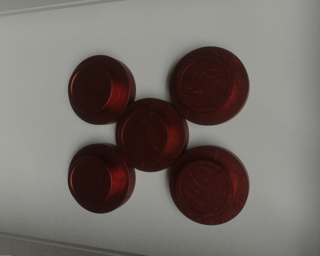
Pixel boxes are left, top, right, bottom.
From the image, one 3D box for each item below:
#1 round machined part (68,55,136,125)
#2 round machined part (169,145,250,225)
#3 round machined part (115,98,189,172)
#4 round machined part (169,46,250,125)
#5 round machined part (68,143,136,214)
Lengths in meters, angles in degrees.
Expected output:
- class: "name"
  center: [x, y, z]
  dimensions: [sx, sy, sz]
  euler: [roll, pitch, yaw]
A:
- class: "round machined part"
  center: [-0.087, -0.053, 0.429]
  dimensions: [0.098, 0.042, 0.097]
  euler: [0, 90, 19]
- class: "round machined part"
  center: [0.058, 0.071, 0.379]
  dimensions: [0.098, 0.042, 0.097]
  euler: [0, 90, 19]
- class: "round machined part"
  center: [-0.015, 0.009, 0.404]
  dimensions: [0.098, 0.042, 0.097]
  euler: [0, 90, 19]
- class: "round machined part"
  center: [0.058, -0.052, 0.379]
  dimensions: [0.098, 0.042, 0.097]
  euler: [0, 90, 19]
- class: "round machined part"
  center: [-0.087, 0.071, 0.429]
  dimensions: [0.098, 0.042, 0.097]
  euler: [0, 90, 19]
